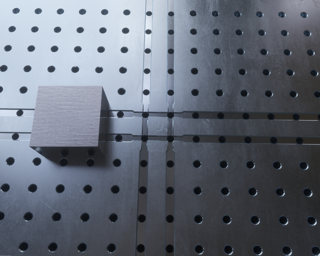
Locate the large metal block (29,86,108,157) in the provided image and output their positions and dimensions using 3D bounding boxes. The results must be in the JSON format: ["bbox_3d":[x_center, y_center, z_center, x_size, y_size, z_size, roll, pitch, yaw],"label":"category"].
[{"bbox_3d":[-0.113,-0.007,0.401,0.080,0.050,0.080,0,70,0],"label":"large metal block"}]
